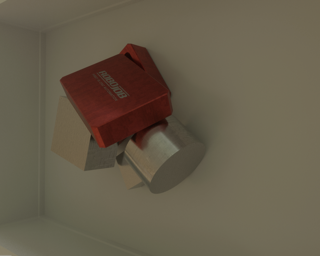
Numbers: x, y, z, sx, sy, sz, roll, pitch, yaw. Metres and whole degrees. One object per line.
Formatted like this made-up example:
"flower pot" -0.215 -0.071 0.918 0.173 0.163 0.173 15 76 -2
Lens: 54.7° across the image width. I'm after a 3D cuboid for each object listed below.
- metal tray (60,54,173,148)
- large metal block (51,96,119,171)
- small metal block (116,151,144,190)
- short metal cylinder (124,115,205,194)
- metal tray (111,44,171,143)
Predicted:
"metal tray" -0.056 -0.039 0.368 0.130 0.091 0.030 45 156 46
"large metal block" -0.101 0.005 0.427 0.080 0.050 0.079 21 103 37
"small metal block" -0.029 0.051 0.427 0.050 0.025 0.050 -35 68 34
"short metal cylinder" 0.006 0.031 0.363 0.050 0.081 0.080 47 118 29
"metal tray" -0.053 -0.043 0.443 0.129 0.030 0.090 -41 66 32
